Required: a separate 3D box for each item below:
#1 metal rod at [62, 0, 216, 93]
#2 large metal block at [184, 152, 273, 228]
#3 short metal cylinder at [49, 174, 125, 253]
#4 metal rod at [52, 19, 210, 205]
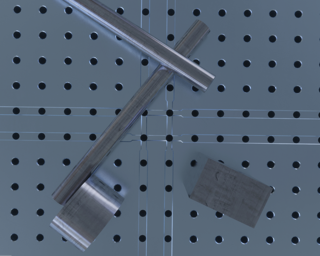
[{"bbox_3d":[-0.062,-0.137,0.396,0.301,0.025,0.025,34,90,6],"label":"metal rod"},{"bbox_3d":[0.080,0.073,0.386,0.080,0.080,0.050,25,90,0],"label":"large metal block"},{"bbox_3d":[-0.089,0.104,0.385,0.050,0.080,0.080,39,90,0],"label":"short metal cylinder"},{"bbox_3d":[-0.038,-0.020,0.412,0.025,0.025,0.300,40,90,0],"label":"metal rod"}]
